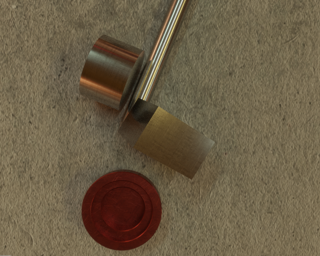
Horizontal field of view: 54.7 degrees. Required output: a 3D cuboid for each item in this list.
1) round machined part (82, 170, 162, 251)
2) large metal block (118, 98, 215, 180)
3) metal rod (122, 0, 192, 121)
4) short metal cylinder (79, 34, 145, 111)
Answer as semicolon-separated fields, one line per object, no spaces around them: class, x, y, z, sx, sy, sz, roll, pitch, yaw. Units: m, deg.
round machined part;-0.047;0.102;0.401;0.099;0.042;0.097;0;90;-1
large metal block;0.004;0.010;0.371;0.080;0.080;0.050;31;90;-22
metal rod;0.018;-0.143;0.410;0.025;0.025;0.299;23;90;-1
short metal cylinder;-0.058;-0.067;0.382;0.050;0.080;0.080;23;90;-1
